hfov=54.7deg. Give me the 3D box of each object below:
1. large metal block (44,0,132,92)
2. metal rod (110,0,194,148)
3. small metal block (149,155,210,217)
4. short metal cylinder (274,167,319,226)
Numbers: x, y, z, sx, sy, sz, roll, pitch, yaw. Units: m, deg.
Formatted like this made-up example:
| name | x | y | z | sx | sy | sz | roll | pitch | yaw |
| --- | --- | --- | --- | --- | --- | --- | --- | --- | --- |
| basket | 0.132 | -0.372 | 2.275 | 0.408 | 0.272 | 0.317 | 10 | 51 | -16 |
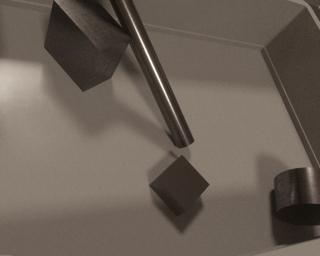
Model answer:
| name | x | y | z | sx | sy | sz | roll | pitch | yaw |
| --- | --- | --- | --- | --- | --- | --- | --- | --- | --- |
| large metal block | -0.093 | -0.106 | 0.386 | 0.080 | 0.080 | 0.050 | 49 | 51 | 5 |
| metal rod | -0.027 | -0.110 | 0.379 | 0.025 | 0.025 | 0.299 | -37 | 109 | -39 |
| small metal block | 0.024 | 0.070 | 0.378 | 0.050 | 0.025 | 0.050 | 47 | 51 | 5 |
| short metal cylinder | 0.200 | 0.095 | 0.423 | 0.080 | 0.080 | 0.050 | 21 | 54 | -16 |
